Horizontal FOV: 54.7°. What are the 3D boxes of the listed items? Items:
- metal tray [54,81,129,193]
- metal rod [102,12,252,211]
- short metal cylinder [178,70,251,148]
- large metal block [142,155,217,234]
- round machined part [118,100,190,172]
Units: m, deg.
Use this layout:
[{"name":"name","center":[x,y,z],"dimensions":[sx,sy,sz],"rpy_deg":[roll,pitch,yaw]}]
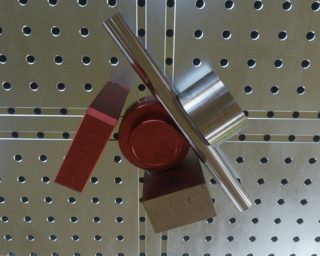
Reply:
[{"name":"metal tray","center":[-0.074,0.003,0.358],"dimensions":[0.030,0.130,0.089],"rpy_deg":[26,108,-9]},{"name":"metal rod","center":[0.031,-0.008,0.388],"dimensions":[0.025,0.025,0.299],"rpy_deg":[-34,107,11]},{"name":"short metal cylinder","center":[0.065,-0.023,0.375],"dimensions":[0.050,0.080,0.080],"rpy_deg":[-35,107,12]},{"name":"large metal block","center":[0.024,0.086,0.416],"dimensions":[0.080,0.080,0.050],"rpy_deg":[-18,109,6]},{"name":"round machined part","center":[-0.007,0.015,0.409],"dimensions":[0.099,0.042,0.097],"rpy_deg":[0,110,-1]}]
